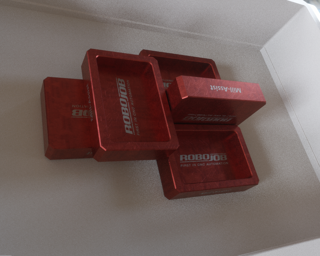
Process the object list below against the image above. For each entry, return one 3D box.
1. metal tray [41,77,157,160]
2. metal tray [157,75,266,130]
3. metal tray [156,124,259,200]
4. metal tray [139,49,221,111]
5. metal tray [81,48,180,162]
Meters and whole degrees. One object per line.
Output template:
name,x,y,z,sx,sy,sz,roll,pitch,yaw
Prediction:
metal tray,-0.069,-0.012,0.369,0.131,0.030,0.090,0,62,-29
metal tray,0.062,-0.026,0.412,0.131,0.090,0.030,1,62,-28
metal tray,0.061,0.041,0.409,0.131,0.030,0.090,1,62,-28
metal tray,0.033,-0.065,0.460,0.131,0.030,0.090,1,61,-28
metal tray,-0.037,-0.028,0.359,0.091,0.030,0.130,1,61,-28
